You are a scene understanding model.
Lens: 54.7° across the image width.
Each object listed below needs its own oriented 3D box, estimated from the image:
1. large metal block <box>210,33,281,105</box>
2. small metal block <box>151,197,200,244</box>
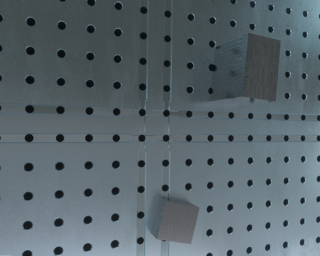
[{"bbox_3d":[0.115,-0.076,0.427,0.050,0.080,0.080,6,88,-20],"label":"large metal block"},{"bbox_3d":[0.021,0.126,0.422,0.050,0.025,0.050,16,85,-20],"label":"small metal block"}]
